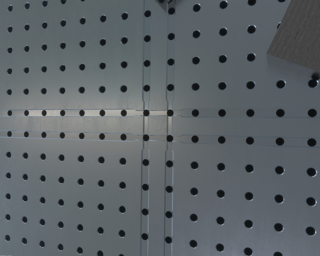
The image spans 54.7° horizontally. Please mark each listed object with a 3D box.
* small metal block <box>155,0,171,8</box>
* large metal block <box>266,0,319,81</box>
[{"bbox_3d":[0.002,-0.199,0.412,0.050,0.025,0.050,-41,77,15],"label":"small metal block"},{"bbox_3d":[0.173,-0.100,0.338,0.080,0.050,0.080,26,99,18],"label":"large metal block"}]
